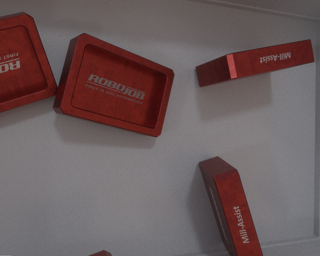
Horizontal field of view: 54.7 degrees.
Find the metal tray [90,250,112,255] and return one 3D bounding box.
[{"bbox_3d":[-0.068,0.183,0.258,0.091,0.030,0.129,-14,92,-20],"label":"metal tray"}]

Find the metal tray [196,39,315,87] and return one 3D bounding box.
[{"bbox_3d":[0.127,-0.087,0.422,0.131,0.090,0.030,-14,95,-20],"label":"metal tray"}]

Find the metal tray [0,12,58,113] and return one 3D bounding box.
[{"bbox_3d":[-0.185,-0.060,0.321,0.131,0.030,0.089,-21,121,-19],"label":"metal tray"}]

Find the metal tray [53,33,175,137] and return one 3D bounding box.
[{"bbox_3d":[-0.050,-0.046,0.372,0.131,0.030,0.090,16,85,-34],"label":"metal tray"}]

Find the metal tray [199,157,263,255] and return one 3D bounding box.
[{"bbox_3d":[0.091,0.109,0.407,0.030,0.090,0.129,-18,97,-3],"label":"metal tray"}]
